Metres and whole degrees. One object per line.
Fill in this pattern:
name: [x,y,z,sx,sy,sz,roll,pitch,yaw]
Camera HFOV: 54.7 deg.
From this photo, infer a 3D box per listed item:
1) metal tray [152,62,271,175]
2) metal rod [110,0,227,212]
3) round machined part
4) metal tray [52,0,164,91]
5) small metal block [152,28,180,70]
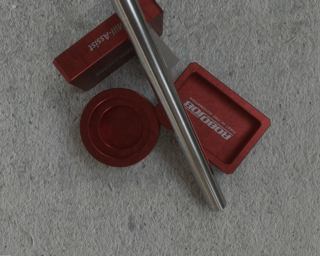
metal tray: [0.066,-0.012,0.409,0.130,0.030,0.090,38,90,-1]
metal rod: [0.016,-0.021,0.358,0.025,0.025,0.299,-26,112,0]
round machined part: [-0.048,-0.001,0.398,0.099,0.042,0.097,0,93,5]
metal tray: [-0.057,-0.099,0.377,0.130,0.090,0.030,-37,90,0]
small metal block: [-0.005,-0.096,0.394,0.025,0.050,0.050,-43,105,2]
